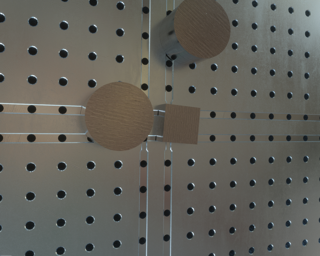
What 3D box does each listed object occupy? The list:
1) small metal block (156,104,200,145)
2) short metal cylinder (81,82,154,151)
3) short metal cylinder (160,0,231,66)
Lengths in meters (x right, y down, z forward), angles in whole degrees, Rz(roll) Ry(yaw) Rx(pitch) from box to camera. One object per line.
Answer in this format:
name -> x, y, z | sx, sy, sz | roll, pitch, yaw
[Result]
small metal block -> 0.025, -0.005, 0.422 | 0.050, 0.025, 0.050 | 6, 88, -20
short metal cylinder -> -0.054, -0.014, 0.379 | 0.081, 0.050, 0.080 | 0, 90, -20
short metal cylinder -> 0.046, -0.128, 0.416 | 0.081, 0.050, 0.080 | 0, 90, -20
